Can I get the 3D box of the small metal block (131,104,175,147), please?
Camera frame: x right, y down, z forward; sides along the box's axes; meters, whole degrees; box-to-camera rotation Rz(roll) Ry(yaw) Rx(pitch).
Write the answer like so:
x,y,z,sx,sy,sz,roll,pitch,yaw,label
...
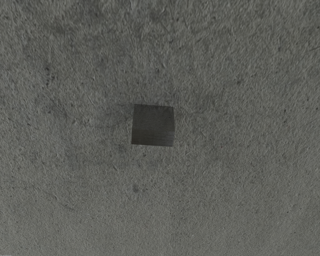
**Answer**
x,y,z,sx,sy,sz,roll,pitch,yaw,label
-0.009,-0.004,0.388,0.050,0.050,0.025,4,130,-4,small metal block
